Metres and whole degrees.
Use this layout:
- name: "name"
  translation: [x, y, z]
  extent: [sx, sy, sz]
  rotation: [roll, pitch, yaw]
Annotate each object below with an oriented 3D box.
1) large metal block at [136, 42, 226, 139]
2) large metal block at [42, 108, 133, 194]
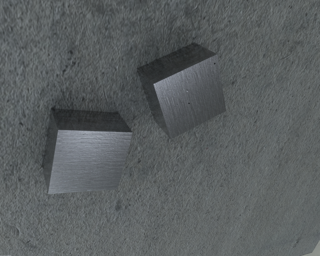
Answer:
- name: "large metal block"
  translation: [0.028, -0.046, 0.377]
  extent: [0.080, 0.050, 0.080]
  rotation: [-27, 128, -12]
- name: "large metal block"
  translation: [-0.086, 0.026, 0.360]
  extent: [0.081, 0.050, 0.079]
  rotation: [3, 117, -30]
